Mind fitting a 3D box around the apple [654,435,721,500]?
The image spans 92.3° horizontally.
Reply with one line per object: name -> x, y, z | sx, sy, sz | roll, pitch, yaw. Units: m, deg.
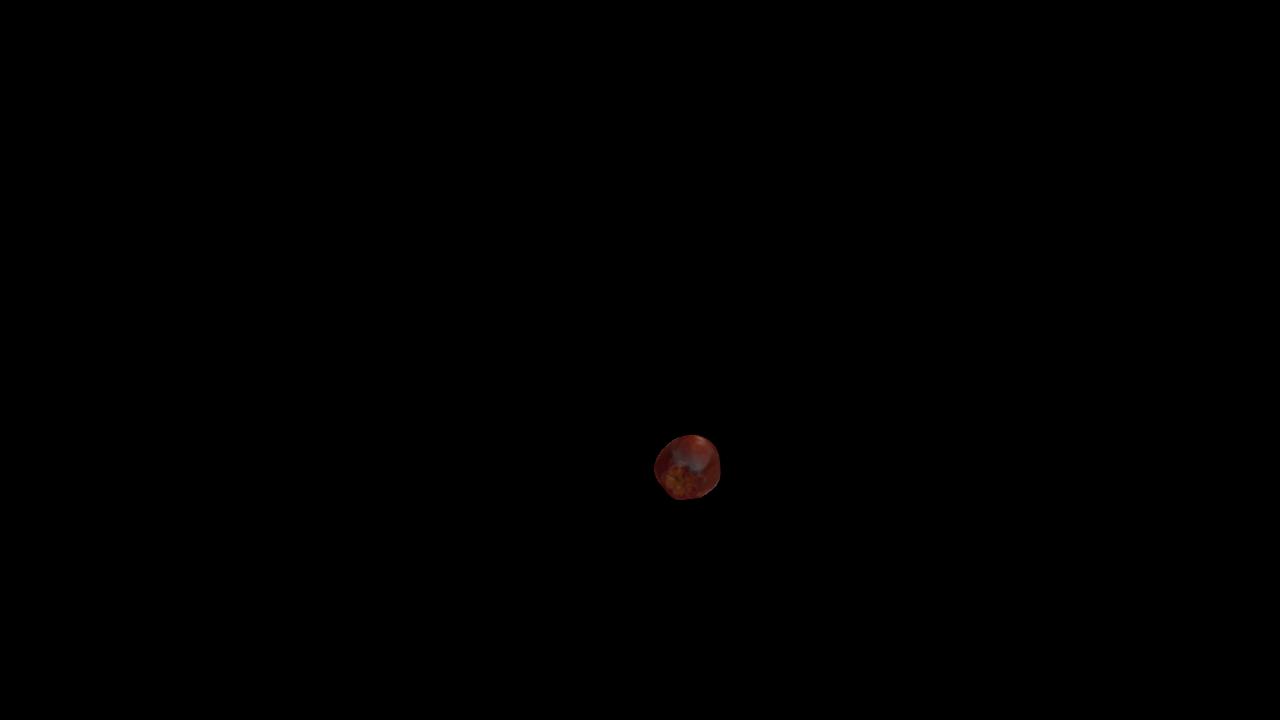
apple -> 0.057, 0.129, 0.737 | 0.079, 0.079, 0.093 | 0, 14, 20
